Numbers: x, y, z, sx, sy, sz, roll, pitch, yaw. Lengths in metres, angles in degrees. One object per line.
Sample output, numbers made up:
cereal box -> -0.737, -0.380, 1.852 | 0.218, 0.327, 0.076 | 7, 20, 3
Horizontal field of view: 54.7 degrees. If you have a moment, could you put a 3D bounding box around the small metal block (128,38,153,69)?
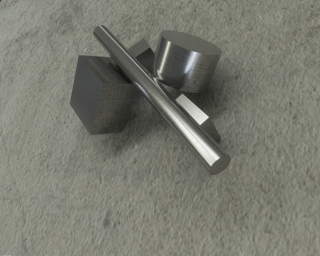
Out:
small metal block -> -0.029, -0.096, 0.462 | 0.050, 0.050, 0.025 | -34, 52, 6

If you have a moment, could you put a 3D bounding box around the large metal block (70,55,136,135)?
large metal block -> -0.083, -0.047, 0.437 | 0.080, 0.050, 0.079 | 47, 129, 38

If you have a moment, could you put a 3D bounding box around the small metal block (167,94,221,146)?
small metal block -> 0.041, -0.006, 0.367 | 0.025, 0.050, 0.050 | -42, 51, 0

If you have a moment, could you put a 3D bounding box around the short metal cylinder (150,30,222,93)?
short metal cylinder -> 0.032, -0.086, 0.397 | 0.080, 0.081, 0.050 | 45, 129, 39

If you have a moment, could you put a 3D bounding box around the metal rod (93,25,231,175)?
metal rod -> -0.017, -0.056, 0.383 | 0.025, 0.025, 0.300 | -40, 51, 1
